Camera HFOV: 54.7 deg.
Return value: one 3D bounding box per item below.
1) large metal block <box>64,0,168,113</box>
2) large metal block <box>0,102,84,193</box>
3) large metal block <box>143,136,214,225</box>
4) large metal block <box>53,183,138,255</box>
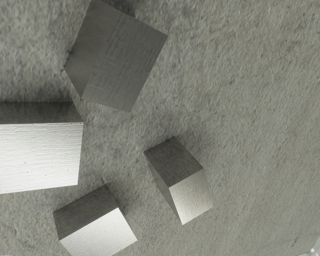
[{"bbox_3d":[-0.047,-0.073,0.301,0.050,0.080,0.080,16,110,-35],"label":"large metal block"},{"bbox_3d":[-0.131,0.018,0.331,0.081,0.050,0.079,-2,120,-28],"label":"large metal block"},{"bbox_3d":[0.025,0.072,0.431,0.050,0.080,0.080,-27,128,-12],"label":"large metal block"},{"bbox_3d":[-0.088,0.137,0.429,0.080,0.050,0.080,-28,128,-11],"label":"large metal block"}]
